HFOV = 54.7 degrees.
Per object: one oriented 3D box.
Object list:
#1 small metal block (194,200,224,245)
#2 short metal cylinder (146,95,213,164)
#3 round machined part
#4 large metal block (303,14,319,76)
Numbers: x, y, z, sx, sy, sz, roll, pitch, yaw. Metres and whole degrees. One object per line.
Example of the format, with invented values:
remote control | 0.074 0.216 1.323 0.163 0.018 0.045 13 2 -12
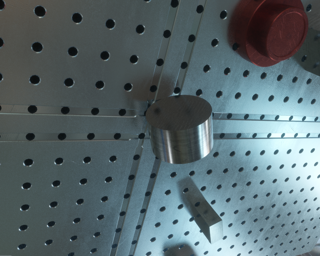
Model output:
small metal block | 0.086 0.165 0.544 0.025 0.050 0.050 -22 127 -15
short metal cylinder | 0.026 0.000 0.389 0.081 0.080 0.050 -20 126 -16
round machined part | 0.152 -0.126 0.405 0.099 0.042 0.097 -14 124 -21
large metal block | 0.263 -0.130 0.458 0.080 0.050 0.080 -33 129 -7
